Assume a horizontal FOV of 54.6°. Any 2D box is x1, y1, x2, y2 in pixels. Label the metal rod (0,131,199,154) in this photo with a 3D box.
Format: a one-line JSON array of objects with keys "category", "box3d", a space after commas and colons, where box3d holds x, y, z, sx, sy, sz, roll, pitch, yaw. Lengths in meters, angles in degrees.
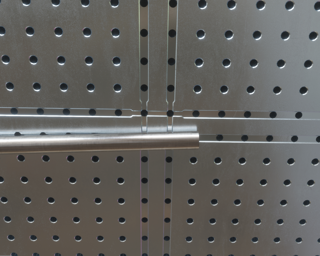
[{"category": "metal rod", "box3d": [-0.099, 0.020, 0.420, 0.302, 0.025, 0.025, -2, 110, 0]}]
